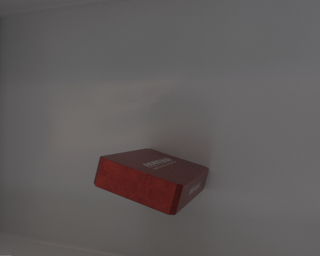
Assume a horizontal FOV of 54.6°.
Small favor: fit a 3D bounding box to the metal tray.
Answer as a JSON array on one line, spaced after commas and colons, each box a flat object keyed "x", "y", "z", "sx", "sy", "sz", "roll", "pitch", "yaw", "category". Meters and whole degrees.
[{"x": -0.002, "y": 0.054, "z": 0.356, "sx": 0.090, "sy": 0.130, "sz": 0.030, "roll": 16, "pitch": 96, "yaw": 19, "category": "metal tray"}]
